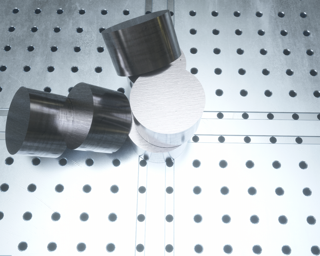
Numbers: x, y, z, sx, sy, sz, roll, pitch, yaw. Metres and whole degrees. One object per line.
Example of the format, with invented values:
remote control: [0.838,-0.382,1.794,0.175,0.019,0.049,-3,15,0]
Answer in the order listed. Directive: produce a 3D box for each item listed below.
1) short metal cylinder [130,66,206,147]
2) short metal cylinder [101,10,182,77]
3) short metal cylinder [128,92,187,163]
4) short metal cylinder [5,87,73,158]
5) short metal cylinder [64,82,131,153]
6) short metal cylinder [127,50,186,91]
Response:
short metal cylinder: [0.008,-0.023,0.352,0.081,0.050,0.080,0,70,0]
short metal cylinder: [-0.021,-0.099,0.358,0.080,0.080,0.050,-22,115,-8]
short metal cylinder: [-0.001,0.000,0.398,0.081,0.050,0.080,0,70,0]
short metal cylinder: [-0.148,-0.005,0.376,0.050,0.080,0.080,11,63,-42]
short metal cylinder: [-0.079,-0.011,0.378,0.050,0.080,0.080,11,63,-41]
short metal cylinder: [-0.006,-0.076,0.425,0.081,0.050,0.080,0,70,0]
